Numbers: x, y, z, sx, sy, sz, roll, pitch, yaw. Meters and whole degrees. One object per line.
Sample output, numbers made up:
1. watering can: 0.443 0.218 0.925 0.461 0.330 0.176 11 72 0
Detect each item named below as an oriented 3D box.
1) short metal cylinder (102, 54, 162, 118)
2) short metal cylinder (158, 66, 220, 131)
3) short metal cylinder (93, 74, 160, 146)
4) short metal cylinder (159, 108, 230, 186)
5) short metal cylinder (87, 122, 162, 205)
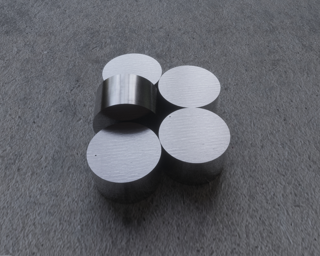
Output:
1. short metal cylinder: -0.037 -0.061 0.439 0.080 0.050 0.080 0 50 1
2. short metal cylinder: 0.038 -0.040 0.421 0.080 0.050 0.080 0 51 0
3. short metal cylinder: -0.041 -0.021 0.386 0.081 0.080 0.050 -2 50 -2
4. short metal cylinder: 0.039 0.022 0.369 0.080 0.050 0.080 0 51 1
5. short metal cylinder: -0.038 0.040 0.354 0.080 0.050 0.080 0 50 1
